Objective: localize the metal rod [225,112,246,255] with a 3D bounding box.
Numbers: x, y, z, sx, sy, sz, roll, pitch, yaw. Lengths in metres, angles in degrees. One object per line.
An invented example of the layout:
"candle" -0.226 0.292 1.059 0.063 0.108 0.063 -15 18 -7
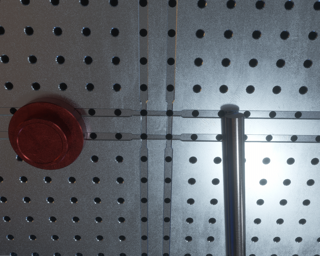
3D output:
"metal rod" 0.114 0.122 0.459 0.025 0.025 0.298 -6 110 2

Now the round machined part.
"round machined part" -0.151 0.013 0.408 0.099 0.042 0.097 0 110 0
